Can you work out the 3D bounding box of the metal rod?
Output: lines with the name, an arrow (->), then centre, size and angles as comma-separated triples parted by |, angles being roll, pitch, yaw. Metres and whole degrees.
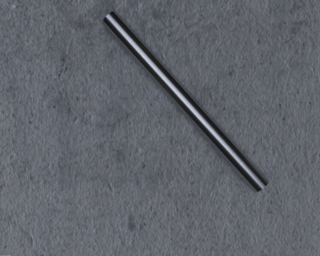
metal rod -> 0.034, -0.034, 0.410 | 0.025, 0.025, 0.300 | -42, 91, 0
